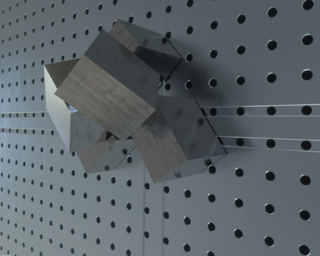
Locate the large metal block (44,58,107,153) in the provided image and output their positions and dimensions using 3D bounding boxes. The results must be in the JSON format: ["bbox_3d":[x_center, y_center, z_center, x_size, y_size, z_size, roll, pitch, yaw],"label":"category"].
[{"bbox_3d":[-0.106,-0.029,0.392,0.080,0.050,0.079,55,147,25],"label":"large metal block"}]

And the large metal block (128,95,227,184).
[{"bbox_3d":[0.019,0.011,0.355,0.050,0.081,0.080,-41,65,32],"label":"large metal block"}]

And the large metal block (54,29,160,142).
[{"bbox_3d":[-0.048,-0.046,0.319,0.050,0.080,0.080,-44,21,26],"label":"large metal block"}]

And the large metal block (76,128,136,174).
[{"bbox_3d":[-0.085,0.010,0.460,0.080,0.050,0.080,-47,63,29],"label":"large metal block"}]

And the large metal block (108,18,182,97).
[{"bbox_3d":[-0.033,-0.082,0.397,0.080,0.081,0.050,-49,61,29],"label":"large metal block"}]
